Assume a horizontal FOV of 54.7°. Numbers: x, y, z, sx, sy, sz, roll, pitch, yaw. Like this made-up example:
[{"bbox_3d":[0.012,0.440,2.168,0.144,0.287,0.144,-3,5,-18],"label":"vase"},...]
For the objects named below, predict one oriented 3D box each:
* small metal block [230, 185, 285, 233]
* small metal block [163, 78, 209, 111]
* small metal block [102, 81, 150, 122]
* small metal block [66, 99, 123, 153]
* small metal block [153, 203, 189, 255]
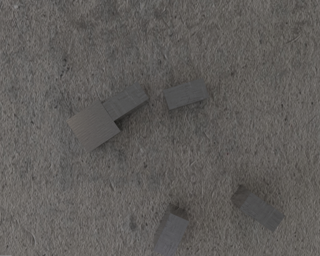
[{"bbox_3d":[0.124,0.102,0.398,0.050,0.050,0.025,35,90,0],"label":"small metal block"},{"bbox_3d":[0.032,-0.041,0.398,0.050,0.050,0.025,-18,90,0],"label":"small metal block"},{"bbox_3d":[-0.041,-0.032,0.397,0.050,0.050,0.025,-33,90,0],"label":"small metal block"},{"bbox_3d":[-0.085,-0.002,0.409,0.050,0.025,0.050,-34,90,0],"label":"small metal block"},{"bbox_3d":[0.014,0.130,0.398,0.025,0.050,0.050,24,90,0],"label":"small metal block"}]
